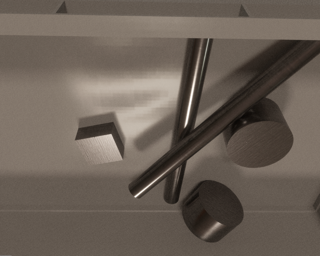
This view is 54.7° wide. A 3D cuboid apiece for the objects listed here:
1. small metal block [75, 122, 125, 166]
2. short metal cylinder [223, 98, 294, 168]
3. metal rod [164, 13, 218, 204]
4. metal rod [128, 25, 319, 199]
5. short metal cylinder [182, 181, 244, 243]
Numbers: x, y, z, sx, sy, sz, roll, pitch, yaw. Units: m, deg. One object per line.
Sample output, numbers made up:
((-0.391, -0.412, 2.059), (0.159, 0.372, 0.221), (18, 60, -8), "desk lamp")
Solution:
((-0.082, 0.022, 0.427), (0.050, 0.025, 0.050), (-10, 130, 8), "small metal block")
((0.123, 0.006, 0.400), (0.081, 0.050, 0.079), (-1, 130, 0), "short metal cylinder")
((0.032, 0.001, 0.410), (0.025, 0.025, 0.298), (4, 130, -4), "metal rod")
((0.070, -0.006, 0.379), (0.025, 0.025, 0.299), (37, 113, -27), "metal rod")
((0.082, 0.130, 0.485), (0.080, 0.080, 0.050), (21, 127, -17), "short metal cylinder")
